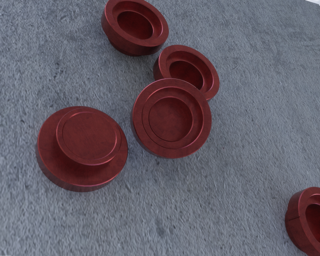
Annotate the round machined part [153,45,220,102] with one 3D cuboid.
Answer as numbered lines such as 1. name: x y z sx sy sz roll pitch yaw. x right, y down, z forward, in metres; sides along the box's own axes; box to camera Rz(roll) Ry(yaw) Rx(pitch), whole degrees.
1. round machined part: 0.034 -0.071 0.454 0.099 0.042 0.098 14 56 -21

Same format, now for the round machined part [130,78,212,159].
1. round machined part: 0.011 -0.010 0.390 0.099 0.042 0.097 2 81 -13

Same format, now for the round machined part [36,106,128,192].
1. round machined part: -0.081 0.017 0.339 0.099 0.042 0.098 14 56 -21

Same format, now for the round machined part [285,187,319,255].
1. round machined part: 0.213 0.134 0.425 0.099 0.042 0.098 14 56 -21

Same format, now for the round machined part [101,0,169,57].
1. round machined part: -0.040 -0.146 0.460 0.099 0.042 0.098 14 56 -21
